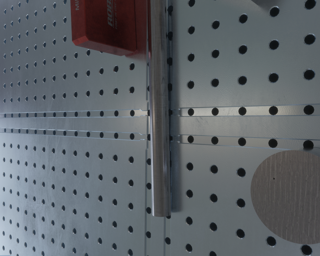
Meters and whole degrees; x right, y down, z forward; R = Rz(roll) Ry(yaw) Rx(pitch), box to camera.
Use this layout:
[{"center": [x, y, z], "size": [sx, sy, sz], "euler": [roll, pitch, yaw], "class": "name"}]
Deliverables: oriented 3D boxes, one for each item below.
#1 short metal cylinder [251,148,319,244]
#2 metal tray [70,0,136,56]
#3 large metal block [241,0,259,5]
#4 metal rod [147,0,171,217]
[{"center": [0.132, 0.059, 0.284], "size": [0.080, 0.050, 0.079], "euler": [0, 90, 40], "class": "short metal cylinder"}, {"center": [-0.077, -0.174, 0.430], "size": [0.030, 0.091, 0.129], "euler": [-5, 87, 40], "class": "metal tray"}, {"center": [0.078, -0.188, 0.329], "size": [0.080, 0.050, 0.079], "euler": [35, 112, 34], "class": "large metal block"}, {"center": [-0.001, -0.035, 0.410], "size": [0.025, 0.025, 0.298], "euler": [-2, 89, 40], "class": "metal rod"}]
